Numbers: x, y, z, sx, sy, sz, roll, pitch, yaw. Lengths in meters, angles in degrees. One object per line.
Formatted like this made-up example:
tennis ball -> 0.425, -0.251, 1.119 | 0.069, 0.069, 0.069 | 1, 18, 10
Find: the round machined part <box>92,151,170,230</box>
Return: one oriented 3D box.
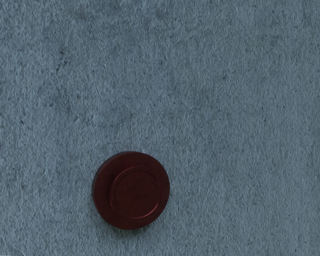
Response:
round machined part -> -0.033, 0.079, 0.388 | 0.099, 0.042, 0.097 | 0, 90, -20
